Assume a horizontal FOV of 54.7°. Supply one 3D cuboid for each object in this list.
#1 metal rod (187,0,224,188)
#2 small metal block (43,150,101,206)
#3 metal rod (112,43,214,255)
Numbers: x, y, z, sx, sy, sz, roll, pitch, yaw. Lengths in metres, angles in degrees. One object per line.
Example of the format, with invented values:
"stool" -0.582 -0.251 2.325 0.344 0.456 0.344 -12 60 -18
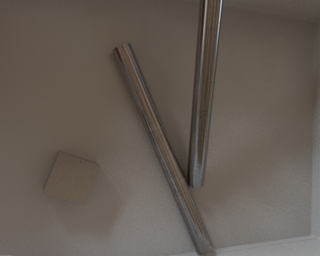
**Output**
"metal rod" 0.053 -0.057 0.366 0.025 0.025 0.298 -9 118 -20
"small metal block" -0.106 0.059 0.372 0.050 0.025 0.050 22 83 -19
"metal rod" 0.007 0.034 0.414 0.025 0.025 0.299 -25 99 -19
